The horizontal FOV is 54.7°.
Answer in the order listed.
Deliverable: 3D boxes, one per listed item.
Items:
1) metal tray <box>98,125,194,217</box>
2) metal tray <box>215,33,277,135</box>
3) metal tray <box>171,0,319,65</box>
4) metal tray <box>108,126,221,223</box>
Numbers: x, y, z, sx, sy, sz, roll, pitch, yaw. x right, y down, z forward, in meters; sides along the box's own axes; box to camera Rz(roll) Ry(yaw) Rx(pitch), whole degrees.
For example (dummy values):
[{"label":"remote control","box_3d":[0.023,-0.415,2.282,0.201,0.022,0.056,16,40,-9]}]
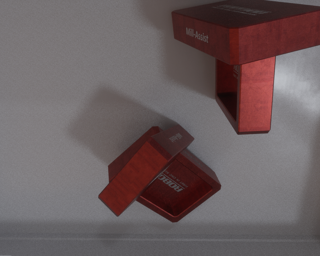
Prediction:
[{"label":"metal tray","box_3d":[-0.010,0.044,0.370,0.030,0.130,0.090,43,106,8]},{"label":"metal tray","box_3d":[0.086,-0.057,0.335,0.030,0.130,0.089,-3,110,1]},{"label":"metal tray","box_3d":[0.076,-0.100,0.302,0.091,0.130,0.030,-16,120,-14]},{"label":"metal tray","box_3d":[0.008,0.066,0.413,0.090,0.030,0.130,-42,121,15]}]
